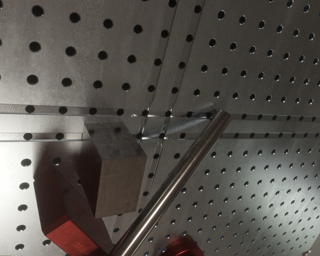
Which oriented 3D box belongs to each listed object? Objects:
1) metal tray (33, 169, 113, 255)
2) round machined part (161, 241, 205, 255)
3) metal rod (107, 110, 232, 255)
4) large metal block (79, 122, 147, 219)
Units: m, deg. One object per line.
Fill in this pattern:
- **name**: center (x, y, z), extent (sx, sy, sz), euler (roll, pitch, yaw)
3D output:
- **metal tray**: center (-0.103, 0.122, 0.389), extent (0.030, 0.090, 0.130), euler (-33, 129, -7)
- **round machined part**: center (0.044, 0.268, 0.593), extent (0.099, 0.042, 0.097), euler (-14, 124, -21)
- **metal rod**: center (0.006, 0.089, 0.400), extent (0.301, 0.025, 0.025), euler (-50, 133, -22)
- **large metal block**: center (-0.061, 0.047, 0.373), extent (0.050, 0.080, 0.079), euler (-3, 120, -28)
